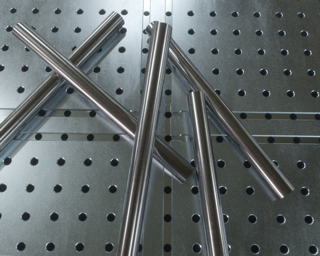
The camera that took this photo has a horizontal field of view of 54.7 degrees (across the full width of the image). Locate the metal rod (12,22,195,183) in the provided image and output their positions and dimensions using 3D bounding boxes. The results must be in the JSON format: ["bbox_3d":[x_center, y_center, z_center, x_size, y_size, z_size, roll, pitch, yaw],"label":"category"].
[{"bbox_3d":[-0.077,-0.037,0.406,0.300,0.025,0.025,41,75,6],"label":"metal rod"}]

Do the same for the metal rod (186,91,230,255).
[{"bbox_3d":[0.062,0.098,0.369,0.025,0.025,0.299,-5,73,-2],"label":"metal rod"}]

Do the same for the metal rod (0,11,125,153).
[{"bbox_3d":[-0.154,-0.055,0.429,0.025,0.025,0.300,35,73,11],"label":"metal rod"}]

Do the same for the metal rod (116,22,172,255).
[{"bbox_3d":[-0.019,0.019,0.371,0.025,0.025,0.298,8,83,2],"label":"metal rod"}]

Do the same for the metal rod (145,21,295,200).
[{"bbox_3d":[0.073,-0.035,0.425,0.025,0.025,0.299,-32,74,-11],"label":"metal rod"}]
